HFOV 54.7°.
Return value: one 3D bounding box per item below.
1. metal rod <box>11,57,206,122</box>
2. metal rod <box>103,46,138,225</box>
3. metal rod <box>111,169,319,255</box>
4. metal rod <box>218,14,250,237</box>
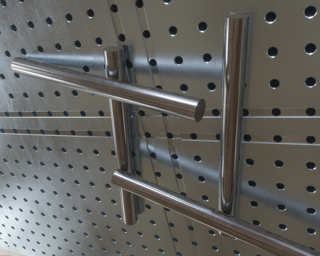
[{"bbox_3d":[-0.085,-0.056,0.389,0.300,0.025,0.025,17,126,29],"label":"metal rod"},{"bbox_3d":[-0.054,0.030,0.456,0.025,0.025,0.298,12,124,21],"label":"metal rod"},{"bbox_3d":[0.071,0.120,0.413,0.301,0.025,0.025,20,126,16],"label":"metal rod"},{"bbox_3d":[0.086,0.019,0.377,0.025,0.025,0.298,9,123,23],"label":"metal rod"}]
